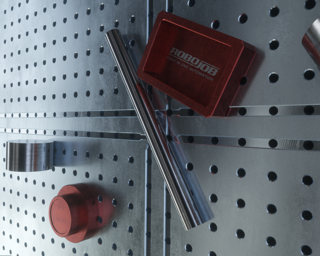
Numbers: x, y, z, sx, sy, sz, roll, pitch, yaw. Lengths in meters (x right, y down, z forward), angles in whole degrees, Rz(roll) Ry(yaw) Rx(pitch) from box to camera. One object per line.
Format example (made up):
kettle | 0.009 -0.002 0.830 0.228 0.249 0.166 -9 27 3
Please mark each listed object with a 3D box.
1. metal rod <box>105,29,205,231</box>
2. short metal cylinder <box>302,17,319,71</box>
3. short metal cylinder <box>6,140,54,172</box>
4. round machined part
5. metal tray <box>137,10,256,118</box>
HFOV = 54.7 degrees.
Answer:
metal rod | -0.014 -0.011 0.421 0.025 0.025 0.299 -36 68 34
short metal cylinder | 0.162 -0.069 0.240 0.080 0.081 0.050 -37 68 34
short metal cylinder | -0.239 0.049 0.572 0.080 0.081 0.050 4 93 40
round machined part | -0.151 0.145 0.524 0.098 0.042 0.097 0 90 40
metal tray | 0.037 -0.079 0.375 0.130 0.030 0.089 35 111 34
